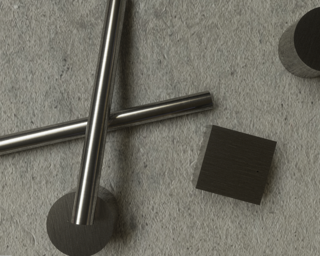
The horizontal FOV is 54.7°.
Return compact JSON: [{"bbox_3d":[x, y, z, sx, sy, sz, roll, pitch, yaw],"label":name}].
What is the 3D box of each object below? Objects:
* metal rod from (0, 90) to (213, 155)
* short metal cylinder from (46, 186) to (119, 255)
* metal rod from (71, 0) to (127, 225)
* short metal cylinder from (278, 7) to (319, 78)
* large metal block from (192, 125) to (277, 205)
[{"bbox_3d":[-0.081,-0.005,0.409,0.302,0.025,0.025,-12,90,0],"label":"metal rod"},{"bbox_3d":[-0.096,0.116,0.397,0.081,0.050,0.079,0,90,0],"label":"short metal cylinder"},{"bbox_3d":[-0.071,-0.037,0.381,0.025,0.025,0.299,7,79,0],"label":"metal rod"},{"bbox_3d":[0.202,-0.108,0.399,0.081,0.050,0.079,0,90,0],"label":"short metal cylinder"},{"bbox_3d":[0.092,0.045,0.398,0.080,0.050,0.080,15,90,0],"label":"large metal block"}]
